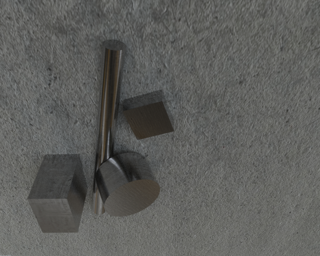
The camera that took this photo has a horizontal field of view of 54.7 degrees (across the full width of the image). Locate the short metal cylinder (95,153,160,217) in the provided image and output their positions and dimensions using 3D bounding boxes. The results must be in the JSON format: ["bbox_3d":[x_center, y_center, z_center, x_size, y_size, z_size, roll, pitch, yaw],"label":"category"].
[{"bbox_3d":[-0.047,0.081,0.442,0.081,0.050,0.080,-16,137,-16],"label":"short metal cylinder"}]

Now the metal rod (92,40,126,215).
[{"bbox_3d":[-0.075,0.023,0.425,0.025,0.025,0.298,8,130,-7],"label":"metal rod"}]

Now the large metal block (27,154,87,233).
[{"bbox_3d":[-0.144,0.095,0.450,0.050,0.080,0.079,0,130,0],"label":"large metal block"}]

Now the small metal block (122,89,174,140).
[{"bbox_3d":[-0.014,-0.016,0.393,0.050,0.025,0.050,-14,129,11],"label":"small metal block"}]
